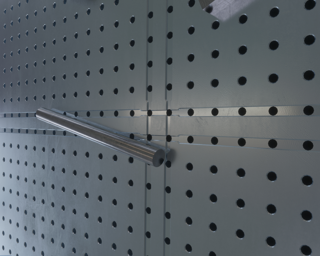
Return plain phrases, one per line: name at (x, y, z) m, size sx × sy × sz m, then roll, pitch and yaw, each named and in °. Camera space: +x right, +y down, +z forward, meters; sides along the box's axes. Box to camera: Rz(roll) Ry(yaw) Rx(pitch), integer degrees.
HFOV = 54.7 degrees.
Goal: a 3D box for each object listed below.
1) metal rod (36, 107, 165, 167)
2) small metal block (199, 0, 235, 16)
metal rod at (-0.114, 0.006, 0.503) m, size 0.300 × 0.025 × 0.025 m, roll 17°, pitch 101°, yaw 38°
small metal block at (0.067, -0.167, 0.354) m, size 0.050 × 0.025 × 0.050 m, roll -28°, pitch 72°, yaw 36°
